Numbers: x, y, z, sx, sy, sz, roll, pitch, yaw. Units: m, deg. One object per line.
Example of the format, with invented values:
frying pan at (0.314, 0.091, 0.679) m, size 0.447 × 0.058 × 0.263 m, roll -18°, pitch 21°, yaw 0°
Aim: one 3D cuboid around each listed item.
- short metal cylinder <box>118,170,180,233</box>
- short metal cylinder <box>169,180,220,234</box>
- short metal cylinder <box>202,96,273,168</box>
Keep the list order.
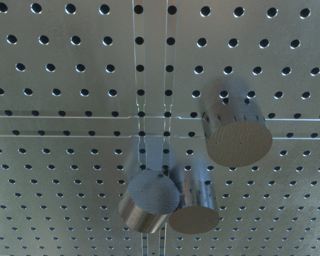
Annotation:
short metal cylinder at (-0.017, 0.110, 0.470) m, size 0.081 × 0.080 × 0.050 m, roll 16°, pitch 128°, yaw -14°
short metal cylinder at (0.054, 0.130, 0.507) m, size 0.081 × 0.050 × 0.079 m, roll 0°, pitch 130°, yaw 0°
short metal cylinder at (0.098, 0.006, 0.402) m, size 0.081 × 0.050 × 0.079 m, roll -1°, pitch 130°, yaw 0°
